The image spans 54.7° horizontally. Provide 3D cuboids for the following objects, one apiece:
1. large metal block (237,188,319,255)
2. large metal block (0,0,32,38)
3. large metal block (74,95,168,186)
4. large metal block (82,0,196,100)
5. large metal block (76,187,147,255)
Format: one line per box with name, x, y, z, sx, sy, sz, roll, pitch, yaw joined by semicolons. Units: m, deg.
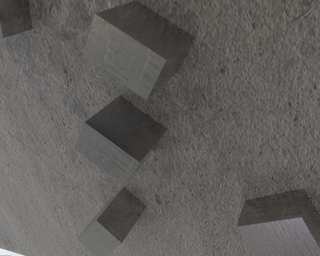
large metal block;0.157;0.130;0.389;0.080;0.050;0.080;-23;106;36
large metal block;-0.220;-0.171;0.401;0.080;0.050;0.079;20;126;16
large metal block;-0.049;0.014;0.406;0.080;0.080;0.050;36;129;4
large metal block;-0.020;-0.086;0.329;0.080;0.080;0.050;34;129;6
large metal block;-0.079;0.155;0.509;0.050;0.080;0.080;42;129;-1
